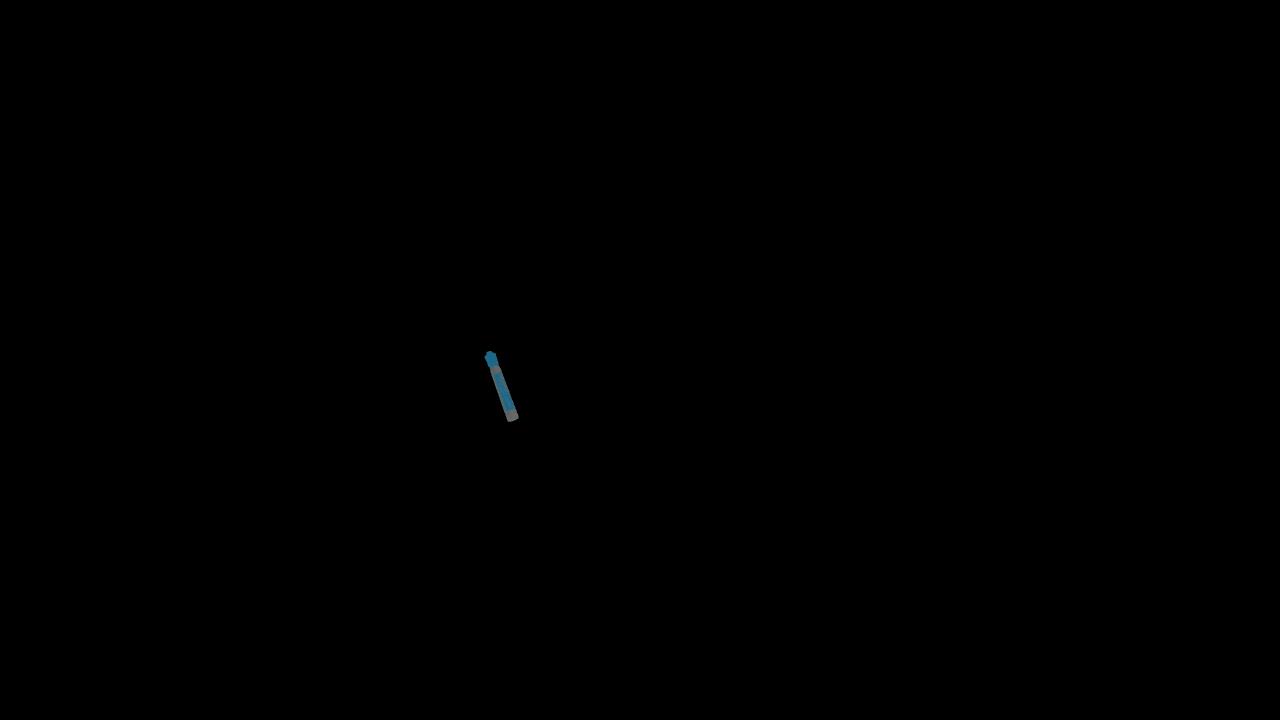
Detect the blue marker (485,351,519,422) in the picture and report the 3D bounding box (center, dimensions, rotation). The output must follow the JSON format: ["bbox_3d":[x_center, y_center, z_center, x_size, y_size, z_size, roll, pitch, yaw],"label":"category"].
[{"bbox_3d":[-0.225,0.041,0.995,0.020,0.121,0.020,-22,-12,-5],"label":"blue marker"}]
